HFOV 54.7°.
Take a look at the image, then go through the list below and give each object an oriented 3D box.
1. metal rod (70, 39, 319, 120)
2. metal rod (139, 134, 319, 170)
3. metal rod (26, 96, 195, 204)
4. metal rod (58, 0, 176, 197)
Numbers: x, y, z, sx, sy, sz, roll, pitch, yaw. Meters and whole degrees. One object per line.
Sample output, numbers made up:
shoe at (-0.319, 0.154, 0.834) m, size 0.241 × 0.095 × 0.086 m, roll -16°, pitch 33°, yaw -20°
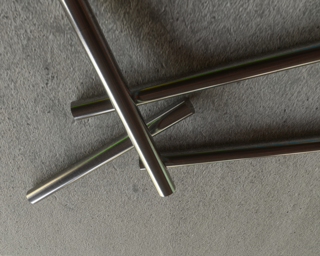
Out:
metal rod at (0.039, -0.054, 0.361) m, size 0.301 × 0.025 × 0.025 m, roll -13°, pitch 129°, yaw 10°
metal rod at (0.121, 0.032, 0.436) m, size 0.302 × 0.025 × 0.025 m, roll -7°, pitch 130°, yaw 5°
metal rod at (-0.084, 0.041, 0.440) m, size 0.300 × 0.025 × 0.025 m, roll -30°, pitch 124°, yaw 22°
metal rod at (-0.044, -0.037, 0.344) m, size 0.025 × 0.025 × 0.299 m, roll -17°, pitch 119°, yaw 13°
